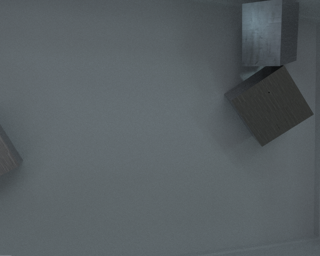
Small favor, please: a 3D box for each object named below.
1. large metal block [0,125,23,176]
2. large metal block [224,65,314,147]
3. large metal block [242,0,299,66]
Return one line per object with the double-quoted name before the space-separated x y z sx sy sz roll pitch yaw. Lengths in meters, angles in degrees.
"large metal block" -0.204 0.023 0.322 0.080 0.050 0.080 -31 100 -17
"large metal block" 0.151 -0.034 0.437 0.080 0.050 0.080 -34 103 9
"large metal block" 0.153 -0.129 0.426 0.081 0.050 0.079 -23 114 -50
